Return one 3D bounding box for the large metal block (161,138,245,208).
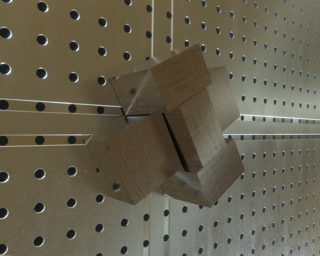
[{"bbox_3d":[0.052,0.055,0.416,0.080,0.080,0.050,-36,112,-35],"label":"large metal block"}]

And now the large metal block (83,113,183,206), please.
[{"bbox_3d":[-0.030,0.031,0.368,0.080,0.050,0.080,-33,110,-35],"label":"large metal block"}]

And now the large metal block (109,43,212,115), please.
[{"bbox_3d":[0.001,-0.057,0.372,0.080,0.080,0.050,-35,111,-34],"label":"large metal block"}]

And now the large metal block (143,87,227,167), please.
[{"bbox_3d":[0.027,-0.001,0.395,0.050,0.080,0.080,-36,112,-34],"label":"large metal block"}]

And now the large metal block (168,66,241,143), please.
[{"bbox_3d":[0.062,-0.034,0.443,0.080,0.050,0.080,-36,114,-34],"label":"large metal block"}]
